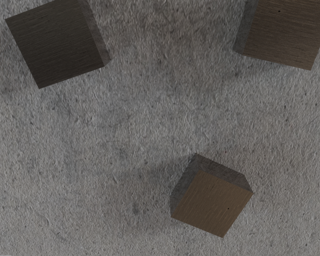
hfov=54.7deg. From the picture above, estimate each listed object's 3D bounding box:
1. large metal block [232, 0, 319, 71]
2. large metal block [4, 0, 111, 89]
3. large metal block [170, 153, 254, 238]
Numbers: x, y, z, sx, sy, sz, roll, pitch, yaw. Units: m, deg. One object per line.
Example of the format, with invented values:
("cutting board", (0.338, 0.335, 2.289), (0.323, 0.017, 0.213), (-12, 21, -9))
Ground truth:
("large metal block", (0.138, -0.117, 0.354), (0.081, 0.050, 0.079), (12, 110, -5))
("large metal block", (-0.113, -0.100, 0.358), (0.080, 0.050, 0.080), (-18, 109, 6))
("large metal block", (0.068, 0.093, 0.431), (0.080, 0.050, 0.080), (25, 108, -9))
